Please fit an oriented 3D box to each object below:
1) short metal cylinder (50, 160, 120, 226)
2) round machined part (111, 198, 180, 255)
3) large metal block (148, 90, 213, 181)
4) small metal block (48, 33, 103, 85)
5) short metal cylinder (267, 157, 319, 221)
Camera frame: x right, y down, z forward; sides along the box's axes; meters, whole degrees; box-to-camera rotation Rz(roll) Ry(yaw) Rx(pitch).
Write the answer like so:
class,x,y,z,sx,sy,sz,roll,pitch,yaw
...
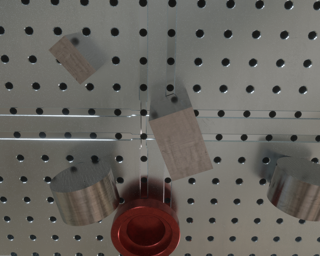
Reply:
class,x,y,z,sx,sy,sz,roll,pitch,yaw
short metal cylinder,-0.099,0.085,0.414,0.080,0.080,0.050,-11,110,4
round machined part,-0.020,0.145,0.458,0.099,0.042,0.097,0,110,0
large metal block,0.025,0.006,0.386,0.050,0.080,0.080,-19,109,7
small metal block,-0.097,-0.084,0.368,0.025,0.050,0.050,-37,106,13
short metal cylinder,0.191,0.079,0.415,0.081,0.080,0.050,8,110,-3
